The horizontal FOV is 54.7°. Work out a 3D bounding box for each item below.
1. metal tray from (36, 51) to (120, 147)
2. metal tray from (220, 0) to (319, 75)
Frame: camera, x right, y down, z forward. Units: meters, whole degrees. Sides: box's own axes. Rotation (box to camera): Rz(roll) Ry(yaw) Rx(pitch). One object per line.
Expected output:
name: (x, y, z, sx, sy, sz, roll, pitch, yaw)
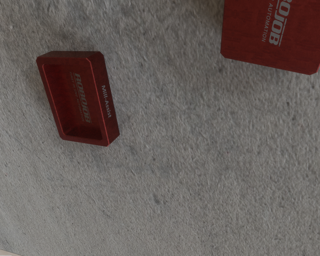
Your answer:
metal tray: (-0.113, -0.040, 0.435, 0.090, 0.030, 0.129, 7, 122, 24)
metal tray: (0.102, -0.110, 0.255, 0.090, 0.030, 0.129, 16, 145, 18)
